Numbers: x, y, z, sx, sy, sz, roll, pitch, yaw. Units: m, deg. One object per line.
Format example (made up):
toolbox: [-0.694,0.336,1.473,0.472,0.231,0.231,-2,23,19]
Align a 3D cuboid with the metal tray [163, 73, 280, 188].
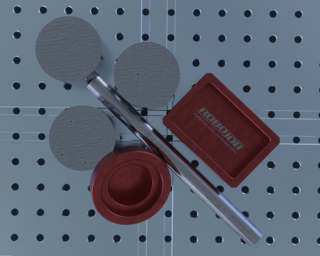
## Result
metal tray: [0.079,0.003,0.410,0.130,0.030,0.090,44,90,0]

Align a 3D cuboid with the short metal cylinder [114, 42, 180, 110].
short metal cylinder: [-0.016,-0.065,0.400,0.081,0.050,0.080,0,90,0]

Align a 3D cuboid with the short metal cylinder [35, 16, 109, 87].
short metal cylinder: [-0.110,-0.096,0.400,0.081,0.050,0.080,0,90,0]

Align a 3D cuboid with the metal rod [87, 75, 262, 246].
metal rod: [0.019,0.043,0.414,0.300,0.025,0.025,44,90,0]

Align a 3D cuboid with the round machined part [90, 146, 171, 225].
round machined part: [-0.039,0.069,0.394,0.099,0.042,0.097,-5,107,-18]

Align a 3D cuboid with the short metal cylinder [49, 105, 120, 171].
short metal cylinder: [-0.094,0.012,0.400,0.081,0.050,0.080,0,90,0]
